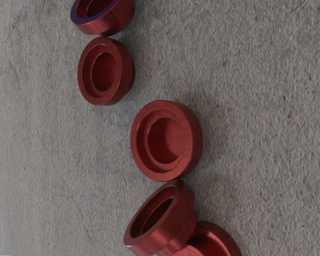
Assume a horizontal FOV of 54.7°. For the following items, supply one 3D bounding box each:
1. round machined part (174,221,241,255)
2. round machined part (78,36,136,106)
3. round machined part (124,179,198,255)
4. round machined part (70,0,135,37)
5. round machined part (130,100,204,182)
[{"bbox_3d":[0.044,0.161,0.358,0.098,0.042,0.097,0,90,40],"label":"round machined part"},{"bbox_3d":[-0.075,-0.081,0.456,0.098,0.042,0.097,0,90,40],"label":"round machined part"},{"bbox_3d":[0.006,0.111,0.365,0.042,0.098,0.098,44,123,-9],"label":"round machined part"},{"bbox_3d":[-0.075,-0.169,0.438,0.098,0.042,0.098,-15,55,23],"label":"round machined part"},{"bbox_3d":[0.012,0.015,0.384,0.098,0.042,0.097,0,90,40],"label":"round machined part"}]
